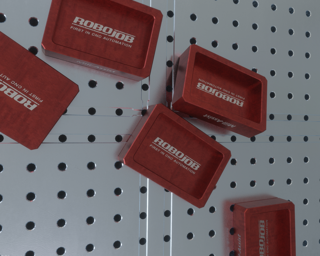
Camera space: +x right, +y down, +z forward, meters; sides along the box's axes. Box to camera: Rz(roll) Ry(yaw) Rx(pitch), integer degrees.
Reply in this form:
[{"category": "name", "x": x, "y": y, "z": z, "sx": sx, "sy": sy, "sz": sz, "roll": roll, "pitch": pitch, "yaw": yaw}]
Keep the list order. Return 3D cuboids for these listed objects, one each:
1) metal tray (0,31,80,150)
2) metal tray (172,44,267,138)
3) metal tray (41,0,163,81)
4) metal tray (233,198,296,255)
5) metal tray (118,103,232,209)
[{"category": "metal tray", "x": -0.171, "y": -0.046, "z": 0.347, "sx": 0.130, "sy": 0.030, "sz": 0.090, "roll": 36, "pitch": 79, "yaw": -17}, {"category": "metal tray", "x": 0.086, "y": -0.049, "z": 0.425, "sx": 0.131, "sy": 0.030, "sz": 0.090, "roll": 19, "pitch": 64, "yaw": -19}, {"category": "metal tray", "x": -0.069, "y": -0.119, "z": 0.384, "sx": 0.131, "sy": 0.030, "sz": 0.090, "roll": 13, "pitch": 86, "yaw": -20}, {"category": "metal tray", "x": 0.159, "y": 0.177, "z": 0.468, "sx": 0.091, "sy": 0.030, "sz": 0.129, "roll": -2, "pitch": 91, "yaw": -20}, {"category": "metal tray", "x": 0.023, "y": 0.038, "z": 0.417, "sx": 0.130, "sy": 0.030, "sz": 0.090, "roll": 34, "pitch": 79, "yaw": -17}]
